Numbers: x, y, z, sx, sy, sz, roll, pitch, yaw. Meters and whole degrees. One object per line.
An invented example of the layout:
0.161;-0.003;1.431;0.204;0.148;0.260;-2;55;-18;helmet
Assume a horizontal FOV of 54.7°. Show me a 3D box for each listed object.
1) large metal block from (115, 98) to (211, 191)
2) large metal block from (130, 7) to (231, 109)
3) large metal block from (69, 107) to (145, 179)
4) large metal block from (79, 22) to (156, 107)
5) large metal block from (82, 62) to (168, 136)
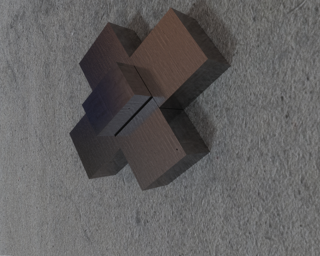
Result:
0.001;0.020;0.386;0.080;0.050;0.080;-44;64;31;large metal block
0.022;-0.079;0.370;0.080;0.050;0.080;-44;64;31;large metal block
-0.077;0.017;0.451;0.080;0.050;0.080;-44;64;31;large metal block
-0.059;-0.085;0.435;0.080;0.050;0.080;-44;64;31;large metal block
-0.039;-0.033;0.400;0.080;0.081;0.050;-44;64;31;large metal block
